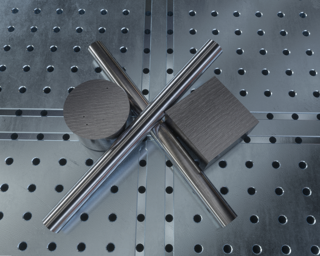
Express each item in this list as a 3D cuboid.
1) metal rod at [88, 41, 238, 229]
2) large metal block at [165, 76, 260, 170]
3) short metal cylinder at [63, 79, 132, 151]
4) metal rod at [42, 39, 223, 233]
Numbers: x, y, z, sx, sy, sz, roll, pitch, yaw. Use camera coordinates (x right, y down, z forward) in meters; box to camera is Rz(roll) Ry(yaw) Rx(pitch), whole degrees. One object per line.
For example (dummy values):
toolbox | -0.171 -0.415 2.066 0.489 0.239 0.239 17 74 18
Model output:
metal rod | -0.006 -0.003 0.408 0.025 0.025 0.300 -34 74 -12
large metal block | 0.063 -0.005 0.396 0.080 0.050 0.080 -37 74 -12
short metal cylinder | -0.077 -0.016 0.400 0.081 0.050 0.080 0 70 0
metal rod | -0.029 0.005 0.383 0.025 0.025 0.300 41 83 13
